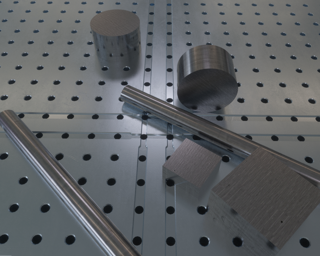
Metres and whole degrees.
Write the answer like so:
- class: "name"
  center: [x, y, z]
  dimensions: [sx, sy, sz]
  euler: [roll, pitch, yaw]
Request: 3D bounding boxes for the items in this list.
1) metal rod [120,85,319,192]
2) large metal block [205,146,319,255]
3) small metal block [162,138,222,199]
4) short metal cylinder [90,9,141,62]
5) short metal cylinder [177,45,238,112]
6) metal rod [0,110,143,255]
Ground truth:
- class: "metal rod"
  center: [0.078, 0.011, 0.398]
  dimensions: [0.301, 0.025, 0.025]
  euler: [26, 55, 20]
- class: "large metal block"
  center: [0.108, 0.079, 0.326]
  dimensions: [0.080, 0.050, 0.080]
  euler: [-35, 58, -26]
- class: "small metal block"
  center: [0.038, 0.047, 0.369]
  dimensions: [0.050, 0.025, 0.050]
  euler: [29, 56, 22]
- class: "short metal cylinder"
  center: [-0.073, -0.156, 0.522]
  dimensions: [0.081, 0.050, 0.080]
  euler: [0, 50, 0]
- class: "short metal cylinder"
  center: [0.064, -0.067, 0.429]
  dimensions: [0.081, 0.080, 0.050]
  euler: [1, 50, 1]
- class: "metal rod"
  center: [-0.103, 0.069, 0.348]
  dimensions: [0.025, 0.025, 0.300]
  euler: [-36, 59, -26]
